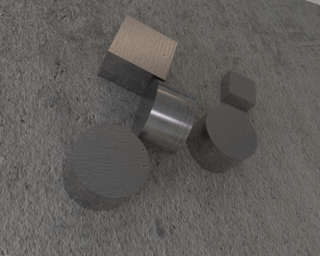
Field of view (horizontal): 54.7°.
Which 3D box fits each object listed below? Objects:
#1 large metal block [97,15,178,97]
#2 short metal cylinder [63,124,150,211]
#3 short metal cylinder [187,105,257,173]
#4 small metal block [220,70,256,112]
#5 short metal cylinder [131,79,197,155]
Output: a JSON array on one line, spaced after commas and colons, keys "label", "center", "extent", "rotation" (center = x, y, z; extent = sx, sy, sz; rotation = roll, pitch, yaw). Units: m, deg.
[{"label": "large metal block", "center": [-0.030, -0.097, 0.431], "extent": [0.080, 0.050, 0.080], "rotation": [26, 53, -12]}, {"label": "short metal cylinder", "center": [-0.058, 0.043, 0.331], "extent": [0.081, 0.050, 0.080], "rotation": [14, 56, -21]}, {"label": "short metal cylinder", "center": [0.084, 0.016, 0.423], "extent": [0.081, 0.050, 0.080], "rotation": [14, 56, -21]}, {"label": "small metal block", "center": [0.129, -0.061, 0.510], "extent": [0.050, 0.025, 0.050], "rotation": [22, 53, -15]}, {"label": "short metal cylinder", "center": [0.003, -0.013, 0.378], "extent": [0.050, 0.080, 0.080], "rotation": [22, 54, -16]}]
